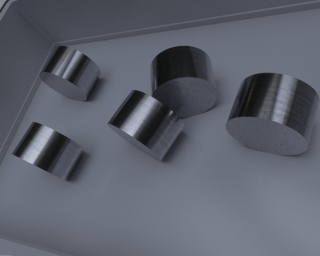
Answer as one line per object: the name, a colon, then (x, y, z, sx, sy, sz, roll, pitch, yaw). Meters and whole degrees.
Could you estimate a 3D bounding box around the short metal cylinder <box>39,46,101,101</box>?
short metal cylinder: (-0.144, -0.086, 0.499, 0.080, 0.080, 0.050, 11, 68, 33)

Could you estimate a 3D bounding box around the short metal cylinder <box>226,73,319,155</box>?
short metal cylinder: (0.114, -0.012, 0.318, 0.080, 0.080, 0.050, 11, 68, 33)

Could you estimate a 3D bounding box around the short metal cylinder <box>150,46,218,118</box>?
short metal cylinder: (0.028, -0.056, 0.390, 0.080, 0.080, 0.050, -16, 56, 19)

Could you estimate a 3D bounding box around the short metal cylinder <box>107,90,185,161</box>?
short metal cylinder: (-0.017, -0.002, 0.381, 0.080, 0.080, 0.050, 26, 76, 37)

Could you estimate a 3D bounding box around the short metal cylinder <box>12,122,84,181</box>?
short metal cylinder: (-0.154, 0.033, 0.431, 0.080, 0.080, 0.050, 15, 70, 34)
